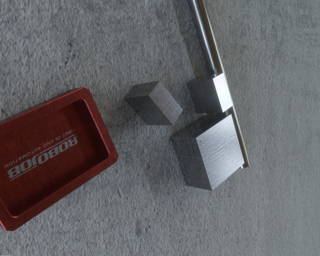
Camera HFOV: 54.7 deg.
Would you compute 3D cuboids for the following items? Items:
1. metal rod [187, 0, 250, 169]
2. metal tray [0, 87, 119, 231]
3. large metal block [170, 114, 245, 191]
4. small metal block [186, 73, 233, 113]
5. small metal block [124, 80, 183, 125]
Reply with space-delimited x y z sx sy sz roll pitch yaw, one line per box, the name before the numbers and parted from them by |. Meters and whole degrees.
metal rod | 0.093 -0.072 0.485 0.025 0.025 0.298 -32 110 -36
metal tray | -0.114 0.025 0.307 0.131 0.030 0.090 -34 111 -35
large metal block | 0.070 0.032 0.450 0.081 0.050 0.080 -30 109 -36
small metal block | 0.072 -0.050 0.451 0.025 0.050 0.050 -33 111 -36
small metal block | -0.008 -0.029 0.383 0.050 0.050 0.025 50 61 -29
